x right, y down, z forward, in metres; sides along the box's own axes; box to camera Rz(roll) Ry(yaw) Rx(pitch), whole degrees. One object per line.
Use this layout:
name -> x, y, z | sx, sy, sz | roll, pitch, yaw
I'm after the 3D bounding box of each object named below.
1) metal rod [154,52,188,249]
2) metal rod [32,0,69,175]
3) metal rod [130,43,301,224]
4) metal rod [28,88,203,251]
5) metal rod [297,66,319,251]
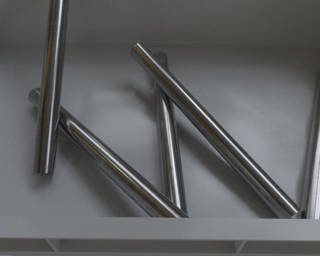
metal rod -> 0.010, 0.001, 0.403 | 0.025, 0.025, 0.300 | -3, 50, -3
metal rod -> -0.137, -0.090, 0.401 | 0.025, 0.025, 0.299 | 0, 74, -1
metal rod -> 0.053, -0.010, 0.392 | 0.025, 0.025, 0.300 | -29, 63, -22
metal rod -> -0.072, 0.028, 0.362 | 0.025, 0.025, 0.300 | -36, 54, -27
metal rod -> 0.208, 0.010, 0.399 | 0.025, 0.025, 0.301 | 18, 52, 14
